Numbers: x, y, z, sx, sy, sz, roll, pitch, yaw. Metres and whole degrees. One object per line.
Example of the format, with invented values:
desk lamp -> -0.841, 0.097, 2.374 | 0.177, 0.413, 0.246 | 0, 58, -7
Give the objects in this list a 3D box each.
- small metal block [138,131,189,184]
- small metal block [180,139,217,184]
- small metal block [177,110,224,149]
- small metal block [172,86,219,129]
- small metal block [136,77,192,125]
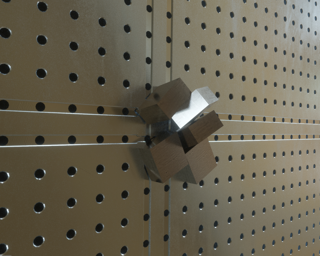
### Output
small metal block -> 0.005, 0.038, 0.413 | 0.050, 0.025, 0.050 | -32, 110, -35
small metal block -> 0.052, 0.046, 0.452 | 0.050, 0.025, 0.050 | -35, 112, -35
small metal block -> 0.050, 0.004, 0.427 | 0.050, 0.050, 0.025 | -32, 91, -29
small metal block -> 0.046, -0.029, 0.416 | 0.025, 0.050, 0.050 | 52, 26, 7
small metal block -> 0.005, -0.033, 0.393 | 0.025, 0.050, 0.050 | 49, 61, -18
